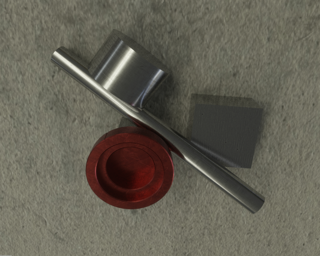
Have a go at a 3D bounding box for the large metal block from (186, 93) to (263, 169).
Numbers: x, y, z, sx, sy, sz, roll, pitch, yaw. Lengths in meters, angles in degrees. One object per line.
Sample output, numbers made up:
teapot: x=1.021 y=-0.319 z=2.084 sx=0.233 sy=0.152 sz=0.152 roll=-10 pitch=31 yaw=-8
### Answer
large metal block: x=0.078 y=0.003 z=0.400 sx=0.081 sy=0.050 sz=0.079 roll=4 pitch=110 yaw=-2

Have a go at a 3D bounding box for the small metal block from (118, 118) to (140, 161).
small metal block: x=-0.038 y=0.016 z=0.404 sx=0.025 sy=0.050 sz=0.050 roll=-2 pitch=110 yaw=0

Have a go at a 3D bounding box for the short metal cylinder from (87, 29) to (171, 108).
short metal cylinder: x=-0.035 y=-0.068 z=0.356 sx=0.080 sy=0.080 sz=0.050 roll=36 pitch=106 yaw=-13

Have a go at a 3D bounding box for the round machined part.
round machined part: x=-0.034 y=0.043 z=0.365 sx=0.099 sy=0.042 sz=0.097 roll=0 pitch=112 yaw=-1

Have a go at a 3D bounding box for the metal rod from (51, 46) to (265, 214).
metal rod: x=-0.004 y=0.001 z=0.372 sx=0.301 sy=0.025 sz=0.025 roll=37 pitch=106 yaw=2
